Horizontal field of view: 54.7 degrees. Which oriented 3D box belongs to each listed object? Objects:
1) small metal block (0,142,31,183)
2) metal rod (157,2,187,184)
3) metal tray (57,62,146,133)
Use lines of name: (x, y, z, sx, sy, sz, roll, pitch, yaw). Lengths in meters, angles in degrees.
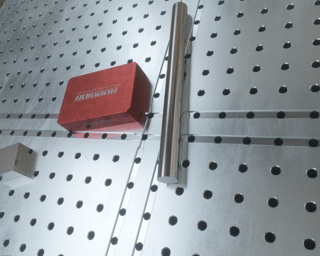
small metal block: (-0.242, 0.056, 0.501, 0.050, 0.025, 0.050, -17, 55, 18)
metal rod: (0.021, -0.068, 0.439, 0.025, 0.025, 0.299, -9, 58, 23)
metal tray: (-0.090, -0.047, 0.481, 0.130, 0.030, 0.090, -9, 58, 23)
